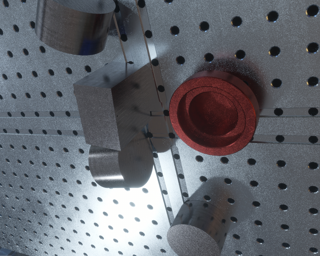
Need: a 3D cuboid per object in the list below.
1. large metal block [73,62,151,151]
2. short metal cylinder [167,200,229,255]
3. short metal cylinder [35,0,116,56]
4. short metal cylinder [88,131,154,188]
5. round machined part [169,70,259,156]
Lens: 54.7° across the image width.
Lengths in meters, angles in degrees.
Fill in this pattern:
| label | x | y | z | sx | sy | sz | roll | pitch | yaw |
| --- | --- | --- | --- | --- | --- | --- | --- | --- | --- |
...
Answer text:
| label | x | y | z | sx | sy | sz | roll | pitch | yaw |
| --- | --- | --- | --- | --- | --- | --- | --- | --- | --- |
| large metal block | -0.055 | -0.030 | 0.386 | 0.050 | 0.080 | 0.079 | 10 | 123 | 23 |
| short metal cylinder | 0.057 | 0.156 | 0.461 | 0.080 | 0.050 | 0.079 | 13 | 124 | 20 |
| short metal cylinder | -0.096 | -0.125 | 0.348 | 0.080 | 0.080 | 0.050 | 31 | 128 | 8 |
| short metal cylinder | -0.052 | 0.043 | 0.430 | 0.050 | 0.080 | 0.080 | -7 | 115 | 31 |
| round machined part | 0.063 | -0.020 | 0.355 | 0.098 | 0.042 | 0.097 | 13 | 124 | 21 |
